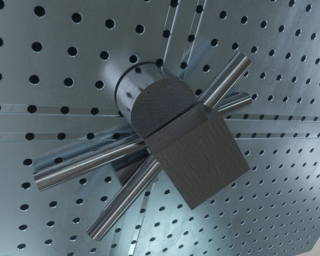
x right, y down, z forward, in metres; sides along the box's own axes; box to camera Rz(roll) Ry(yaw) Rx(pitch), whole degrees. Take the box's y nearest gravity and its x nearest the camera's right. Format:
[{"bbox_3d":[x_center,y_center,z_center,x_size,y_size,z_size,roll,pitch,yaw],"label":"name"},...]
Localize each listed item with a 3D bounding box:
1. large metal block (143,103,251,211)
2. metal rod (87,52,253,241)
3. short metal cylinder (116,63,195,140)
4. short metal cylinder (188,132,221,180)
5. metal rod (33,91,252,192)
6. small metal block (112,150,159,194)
[{"bbox_3d":[0.041,0.030,0.350,0.080,0.050,0.080,-34,112,-5],"label":"large metal block"},{"bbox_3d":[0.008,0.028,0.397,0.299,0.025,0.025,-50,129,7],"label":"metal rod"},{"bbox_3d":[-0.006,-0.030,0.369,0.081,0.050,0.079,-14,124,-21],"label":"short metal cylinder"},{"bbox_3d":[0.056,0.047,0.431,0.050,0.080,0.080,-37,129,-3],"label":"short metal cylinder"},{"bbox_3d":[-0.010,0.011,0.408,0.302,0.025,0.025,-21,127,-16],"label":"metal rod"},{"bbox_3d":[-0.034,0.059,0.425,0.050,0.025,0.050,-25,128,-13],"label":"small metal block"}]
